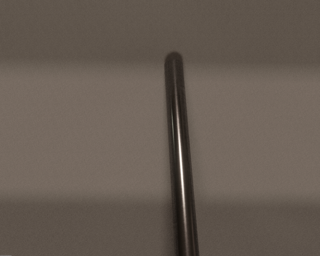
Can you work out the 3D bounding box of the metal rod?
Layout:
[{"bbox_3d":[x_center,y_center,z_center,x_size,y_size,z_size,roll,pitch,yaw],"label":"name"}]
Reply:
[{"bbox_3d":[0.024,0.052,0.351,0.025,0.025,0.299,-2,65,0],"label":"metal rod"}]
